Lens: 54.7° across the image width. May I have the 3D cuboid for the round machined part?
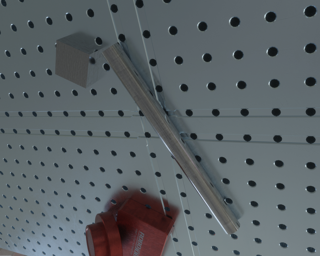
[{"bbox_3d":[-0.101,0.199,0.541,0.098,0.042,0.097,27,120,60],"label":"round machined part"}]

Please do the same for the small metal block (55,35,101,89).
[{"bbox_3d":[-0.110,-0.088,0.413,0.050,0.025,0.050,26,127,12],"label":"small metal block"}]

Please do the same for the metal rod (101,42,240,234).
[{"bbox_3d":[0.021,0.022,0.412,0.025,0.025,0.299,-25,105,36],"label":"metal rod"}]

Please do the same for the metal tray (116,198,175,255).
[{"bbox_3d":[-0.033,0.193,0.543,0.090,0.030,0.129,23,127,14],"label":"metal tray"}]
